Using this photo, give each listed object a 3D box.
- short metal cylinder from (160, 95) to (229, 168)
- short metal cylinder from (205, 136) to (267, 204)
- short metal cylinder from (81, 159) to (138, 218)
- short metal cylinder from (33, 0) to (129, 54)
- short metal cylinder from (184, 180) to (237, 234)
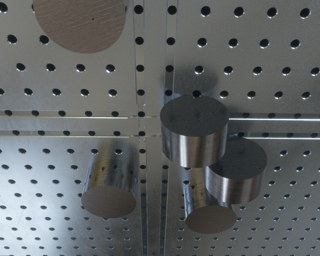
[{"bbox_3d":[0.042,0.002,0.378,0.080,0.080,0.050,-3,130,2],"label":"short metal cylinder"},{"bbox_3d":[0.102,0.057,0.426,0.080,0.080,0.050,-4,130,3],"label":"short metal cylinder"},{"bbox_3d":[-0.075,0.094,0.474,0.081,0.050,0.079,0,130,0],"label":"short metal cylinder"},{"bbox_3d":[-0.071,-0.118,0.293,0.081,0.050,0.079,0,130,0],"label":"short metal cylinder"},{"bbox_3d":[0.081,0.130,0.507,0.081,0.050,0.079,0,130,0],"label":"short metal cylinder"}]
